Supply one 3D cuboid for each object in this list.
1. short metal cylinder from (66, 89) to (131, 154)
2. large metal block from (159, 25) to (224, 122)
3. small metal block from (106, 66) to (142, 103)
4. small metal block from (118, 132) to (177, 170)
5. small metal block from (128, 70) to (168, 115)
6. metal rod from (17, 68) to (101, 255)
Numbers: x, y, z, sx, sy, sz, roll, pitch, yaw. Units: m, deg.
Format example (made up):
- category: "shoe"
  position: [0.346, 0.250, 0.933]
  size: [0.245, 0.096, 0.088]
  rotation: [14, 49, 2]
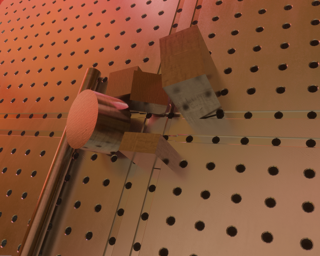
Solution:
- category: "short metal cylinder"
  position: [-0.085, -0.007, 0.421]
  size: [0.080, 0.050, 0.080]
  rotation: [-17, 66, 44]
- category: "large metal block"
  position: [0.040, -0.066, 0.392]
  size: [0.050, 0.080, 0.080]
  rotation: [-16, 56, 19]
- category: "small metal block"
  position: [-0.052, -0.063, 0.472]
  size: [0.050, 0.025, 0.050]
  rotation: [-9, 58, 23]
- category: "small metal block"
  position: [-0.014, 0.028, 0.381]
  size: [0.050, 0.050, 0.025]
  rotation: [3, 63, 29]
- category: "small metal block"
  position: [-0.015, -0.049, 0.430]
  size: [0.050, 0.025, 0.050]
  rotation: [8, 60, -7]
- category: "metal rod"
  position: [-0.140, 0.038, 0.456]
  size: [0.025, 0.025, 0.300]
  rotation: [-2, 61, 27]
